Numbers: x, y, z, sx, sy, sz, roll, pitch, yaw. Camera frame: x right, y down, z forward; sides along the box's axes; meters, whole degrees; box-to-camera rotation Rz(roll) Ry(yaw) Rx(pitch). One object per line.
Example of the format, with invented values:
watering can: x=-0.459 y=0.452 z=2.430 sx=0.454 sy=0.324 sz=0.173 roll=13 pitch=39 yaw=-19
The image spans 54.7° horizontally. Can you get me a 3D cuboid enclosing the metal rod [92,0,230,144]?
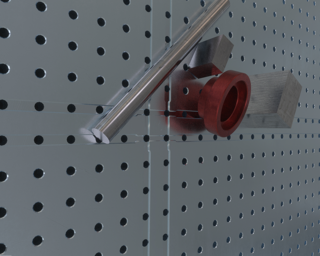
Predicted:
metal rod: x=0.016 y=-0.094 z=0.422 sx=0.301 sy=0.025 sz=0.025 roll=-51 pitch=120 yaw=-28

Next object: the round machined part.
round machined part: x=0.093 y=-0.039 z=0.461 sx=0.099 sy=0.042 sz=0.097 roll=-30 pitch=131 yaw=-41

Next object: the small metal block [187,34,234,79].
small metal block: x=0.074 y=-0.103 z=0.453 sx=0.025 sy=0.050 sz=0.050 roll=35 pitch=68 yaw=-30

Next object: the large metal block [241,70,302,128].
large metal block: x=0.183 y=-0.046 z=0.527 sx=0.050 sy=0.080 sz=0.080 roll=35 pitch=68 yaw=-35
